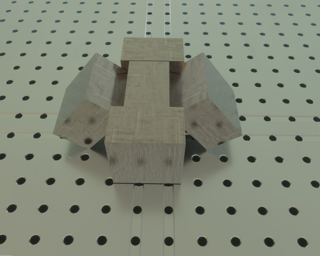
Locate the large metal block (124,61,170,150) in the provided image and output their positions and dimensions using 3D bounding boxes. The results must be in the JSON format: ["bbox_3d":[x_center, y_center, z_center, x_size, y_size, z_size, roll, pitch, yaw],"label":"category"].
[{"bbox_3d":[-0.014,-0.028,0.394,0.050,0.080,0.080,1,50,0],"label":"large metal block"}]

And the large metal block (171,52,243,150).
[{"bbox_3d":[0.057,-0.033,0.389,0.050,0.080,0.080,-26,43,28],"label":"large metal block"}]

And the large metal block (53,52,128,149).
[{"bbox_3d":[-0.085,-0.033,0.390,0.050,0.080,0.080,28,43,-29],"label":"large metal block"}]

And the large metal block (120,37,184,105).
[{"bbox_3d":[-0.009,-0.079,0.436,0.081,0.080,0.050,1,50,0],"label":"large metal block"}]

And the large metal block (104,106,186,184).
[{"bbox_3d":[-0.015,0.021,0.353,0.081,0.080,0.050,1,50,0],"label":"large metal block"}]
